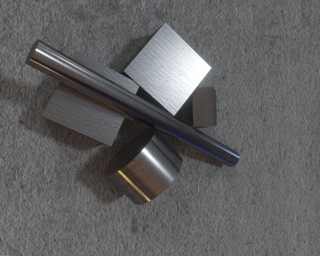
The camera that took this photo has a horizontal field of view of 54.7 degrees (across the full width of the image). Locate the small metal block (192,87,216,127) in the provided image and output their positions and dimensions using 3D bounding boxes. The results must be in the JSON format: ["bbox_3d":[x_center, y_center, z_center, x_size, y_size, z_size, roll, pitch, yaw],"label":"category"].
[{"bbox_3d":[0.061,-0.028,0.417,0.025,0.050,0.050,-1,91,16],"label":"small metal block"}]

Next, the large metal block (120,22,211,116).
[{"bbox_3d":[0.003,-0.071,0.396,0.080,0.050,0.080,41,77,-16],"label":"large metal block"}]

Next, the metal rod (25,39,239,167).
[{"bbox_3d":[-0.005,-0.012,0.365,0.301,0.025,0.025,27,81,-35],"label":"metal rod"}]

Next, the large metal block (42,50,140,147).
[{"bbox_3d":[-0.082,-0.032,0.367,0.080,0.050,0.080,26,81,-18],"label":"large metal block"}]

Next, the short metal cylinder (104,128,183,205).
[{"bbox_3d":[-0.020,0.045,0.373,0.080,0.080,0.050,-46,105,-14],"label":"short metal cylinder"}]
